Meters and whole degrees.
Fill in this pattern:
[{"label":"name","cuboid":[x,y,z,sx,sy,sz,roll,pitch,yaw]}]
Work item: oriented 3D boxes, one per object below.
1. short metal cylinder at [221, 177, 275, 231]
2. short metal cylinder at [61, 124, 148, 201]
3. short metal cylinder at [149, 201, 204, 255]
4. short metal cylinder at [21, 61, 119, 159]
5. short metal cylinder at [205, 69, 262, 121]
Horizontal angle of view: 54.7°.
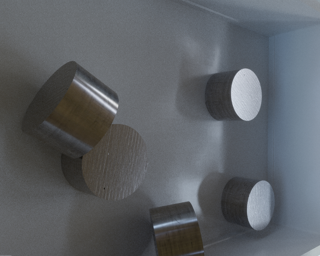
[{"label":"short metal cylinder","cuboid":[0.147,0.124,0.517,0.081,0.050,0.079,0,90,-40]},{"label":"short metal cylinder","cuboid":[-0.060,0.035,0.341,0.081,0.050,0.079,0,90,-40]},{"label":"short metal cylinder","cuboid":[0.019,0.135,0.380,0.050,0.080,0.079,-9,97,-7]},{"label":"short metal cylinder","cuboid":[-0.086,-0.017,0.300,0.050,0.080,0.080,38,67,-34]},{"label":"short metal cylinder","cuboid":[0.117,-0.051,0.491,0.081,0.050,0.079,0,90,-40]}]
